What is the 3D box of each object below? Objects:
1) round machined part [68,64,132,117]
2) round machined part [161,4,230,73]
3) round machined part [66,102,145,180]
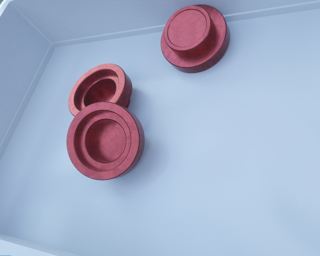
[{"bbox_3d":[-0.084,-0.045,0.465,0.098,0.042,0.098,-13,56,20],"label":"round machined part"},{"bbox_3d":[0.045,-0.130,0.435,0.098,0.042,0.098,-7,74,25],"label":"round machined part"},{"bbox_3d":[-0.066,0.017,0.402,0.098,0.042,0.097,-1,85,14],"label":"round machined part"}]
